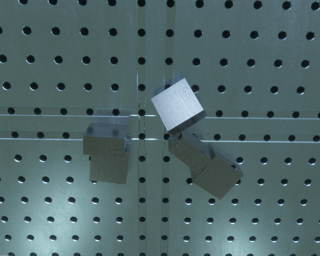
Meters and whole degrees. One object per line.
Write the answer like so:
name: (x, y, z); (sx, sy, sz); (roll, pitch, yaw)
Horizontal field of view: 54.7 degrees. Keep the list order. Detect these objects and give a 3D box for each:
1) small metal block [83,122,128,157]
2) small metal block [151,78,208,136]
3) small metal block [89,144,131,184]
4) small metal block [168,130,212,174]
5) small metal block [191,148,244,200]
small metal block: (-0.070, 0.014, 0.404); (0.050, 0.050, 0.025); (4, 110, -2)
small metal block: (0.024, -0.026, 0.390); (0.050, 0.025, 0.050); (-31, 67, 10)
small metal block: (-0.069, 0.048, 0.430); (0.050, 0.025, 0.050); (7, 110, -3)
small metal block: (0.038, 0.026, 0.410); (0.050, 0.050, 0.025); (39, 105, -13)
small metal block: (0.080, 0.066, 0.439); (0.050, 0.025, 0.050); (34, 106, -12)
